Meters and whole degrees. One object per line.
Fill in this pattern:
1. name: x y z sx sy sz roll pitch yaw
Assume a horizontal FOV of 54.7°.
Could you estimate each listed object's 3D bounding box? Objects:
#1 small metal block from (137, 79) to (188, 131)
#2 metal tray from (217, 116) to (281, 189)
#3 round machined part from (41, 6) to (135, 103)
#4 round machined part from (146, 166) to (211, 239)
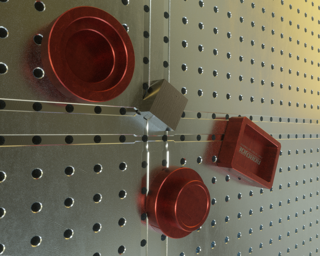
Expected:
1. small metal block: 0.005 -0.030 0.415 0.050 0.025 0.050 37 67 -34
2. metal tray: 0.160 0.046 0.543 0.131 0.030 0.090 29 72 -36
3. round machined part: -0.079 -0.075 0.333 0.099 0.042 0.097 0 90 -40
4. round machined part: 0.032 0.104 0.428 0.099 0.042 0.097 0 90 -40
